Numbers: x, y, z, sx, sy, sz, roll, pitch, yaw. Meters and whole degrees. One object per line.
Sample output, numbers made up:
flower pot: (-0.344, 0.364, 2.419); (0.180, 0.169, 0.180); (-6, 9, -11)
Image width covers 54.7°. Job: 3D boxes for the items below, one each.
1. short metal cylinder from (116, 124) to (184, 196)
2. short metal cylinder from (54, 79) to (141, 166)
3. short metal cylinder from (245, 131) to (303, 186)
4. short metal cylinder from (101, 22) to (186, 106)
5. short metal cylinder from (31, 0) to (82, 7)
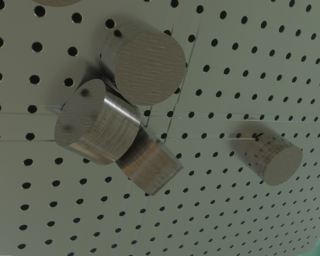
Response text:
short metal cylinder: (-0.016, 0.038, 0.391); (0.050, 0.080, 0.080); (-44, 129, 2)
short metal cylinder: (-0.068, -0.006, 0.335); (0.080, 0.080, 0.050); (-49, 129, 6)
short metal cylinder: (0.196, 0.053, 0.534); (0.081, 0.050, 0.079); (-14, 124, -21)
short metal cylinder: (-0.019, -0.071, 0.341); (0.081, 0.050, 0.079); (-14, 124, -21)
short metal cylinder: (-0.092, -0.146, 0.254); (0.081, 0.050, 0.079); (-14, 124, -21)
